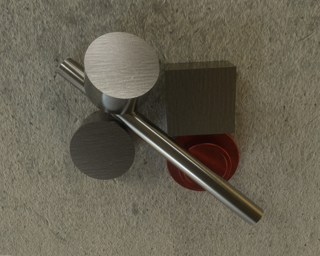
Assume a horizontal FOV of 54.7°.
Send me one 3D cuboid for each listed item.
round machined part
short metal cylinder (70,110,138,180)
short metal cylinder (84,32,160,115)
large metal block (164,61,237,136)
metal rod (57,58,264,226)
[{"bbox_3d":[0.058,0.044,0.418,0.099,0.042,0.097,0,110,0],"label":"round machined part"},{"bbox_3d":[-0.071,0.020,0.405,0.081,0.050,0.079,0,110,0],"label":"short metal cylinder"},{"bbox_3d":[-0.046,-0.061,0.355,0.081,0.050,0.080,4,72,-13],"label":"short metal cylinder"},{"bbox_3d":[0.047,-0.038,0.382,0.080,0.050,0.079,-3,110,1],"label":"large metal block"},{"bbox_3d":[0.000,0.016,0.381,0.300,0.025,0.025,38,106,0],"label":"metal rod"}]
